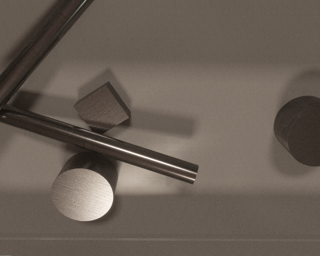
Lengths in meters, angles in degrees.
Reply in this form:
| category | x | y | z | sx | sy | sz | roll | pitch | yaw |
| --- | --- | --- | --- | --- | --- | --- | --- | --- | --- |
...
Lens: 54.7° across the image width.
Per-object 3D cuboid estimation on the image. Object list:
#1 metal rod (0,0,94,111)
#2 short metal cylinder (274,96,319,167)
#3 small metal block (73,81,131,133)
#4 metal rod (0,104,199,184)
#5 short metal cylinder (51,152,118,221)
| category | x | y | z | sx | sy | sz | roll | pitch | yaw |
| --- | --- | --- | --- | --- | --- | --- | --- | --- | --- |
| metal rod | -0.182 | -0.050 | 0.365 | 0.025 | 0.025 | 0.300 | 41 | 95 | -14 |
| short metal cylinder | 0.197 | 0.003 | 0.402 | 0.081 | 0.050 | 0.079 | 0 | 110 | -1 |
| small metal block | -0.074 | -0.024 | 0.401 | 0.050 | 0.025 | 0.050 | -31 | 108 | 10 |
| metal rod | -0.099 | 0.013 | 0.391 | 0.302 | 0.025 | 0.025 | 18 | 109 | 2 |
| short metal cylinder | -0.101 | 0.079 | 0.426 | 0.081 | 0.050 | 0.079 | 0 | 110 | -1 |
